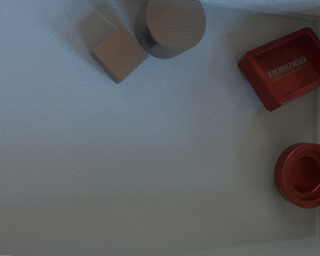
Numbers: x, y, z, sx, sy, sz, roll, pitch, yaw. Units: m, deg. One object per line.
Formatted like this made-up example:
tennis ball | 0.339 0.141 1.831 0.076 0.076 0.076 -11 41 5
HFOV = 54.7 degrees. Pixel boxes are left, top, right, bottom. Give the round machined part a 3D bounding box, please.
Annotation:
round machined part | 0.220 0.071 0.481 0.099 0.042 0.097 0 91 -13

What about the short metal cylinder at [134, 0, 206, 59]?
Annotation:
short metal cylinder | 0.012 -0.135 0.403 0.081 0.050 0.079 0 90 -21

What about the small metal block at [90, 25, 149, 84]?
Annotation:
small metal block | -0.051 -0.092 0.392 0.050 0.025 0.050 -46 105 -14

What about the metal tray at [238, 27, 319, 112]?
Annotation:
metal tray | 0.195 -0.091 0.466 0.131 0.030 0.090 -25 79 -19
